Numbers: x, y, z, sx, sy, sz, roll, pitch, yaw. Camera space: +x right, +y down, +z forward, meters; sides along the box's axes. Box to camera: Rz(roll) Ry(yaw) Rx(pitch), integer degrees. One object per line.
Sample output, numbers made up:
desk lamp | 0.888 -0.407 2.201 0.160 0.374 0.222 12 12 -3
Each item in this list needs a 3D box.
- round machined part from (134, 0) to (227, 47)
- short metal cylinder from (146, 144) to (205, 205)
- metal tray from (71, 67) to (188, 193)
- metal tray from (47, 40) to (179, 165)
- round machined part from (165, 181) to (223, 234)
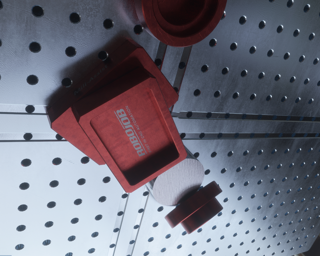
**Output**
round machined part | 0.019 -0.139 0.326 0.099 0.042 0.097 -14 125 -21
short metal cylinder | 0.016 0.063 0.445 0.081 0.050 0.079 -14 124 -21
metal tray | -0.029 0.007 0.358 0.090 0.030 0.130 -31 129 -8
metal tray | -0.052 -0.027 0.364 0.130 0.030 0.090 -42 130 0
round machined part | 0.059 0.129 0.484 0.098 0.042 0.098 -34 164 -11
